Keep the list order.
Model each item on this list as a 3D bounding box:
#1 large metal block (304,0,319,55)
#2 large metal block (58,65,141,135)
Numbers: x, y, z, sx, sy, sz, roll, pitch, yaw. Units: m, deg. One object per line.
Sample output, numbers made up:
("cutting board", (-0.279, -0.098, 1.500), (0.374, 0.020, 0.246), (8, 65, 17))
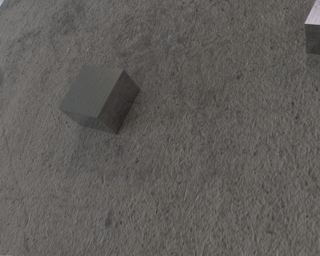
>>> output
("large metal block", (0.221, -0.126, 0.349), (0.080, 0.050, 0.080), (19, 72, 35))
("large metal block", (-0.089, -0.043, 0.461), (0.080, 0.050, 0.080), (13, 68, 33))
